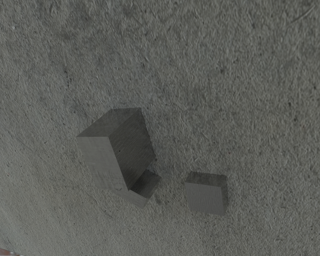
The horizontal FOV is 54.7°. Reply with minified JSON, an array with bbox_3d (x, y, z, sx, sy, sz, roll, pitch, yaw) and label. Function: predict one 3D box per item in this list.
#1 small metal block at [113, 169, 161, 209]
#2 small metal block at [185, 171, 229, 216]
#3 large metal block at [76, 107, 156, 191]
[{"bbox_3d":[-0.033,0.084,0.461,0.050,0.050,0.025,26,128,12],"label":"small metal block"},{"bbox_3d":[0.065,0.090,0.428,0.050,0.025,0.050,3,120,26],"label":"small metal block"},{"bbox_3d":[-0.055,0.026,0.417,0.050,0.080,0.080,-2,118,29],"label":"large metal block"}]
